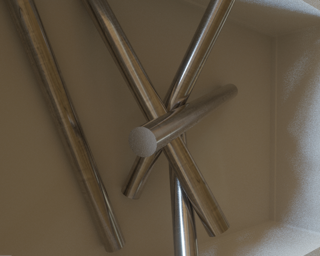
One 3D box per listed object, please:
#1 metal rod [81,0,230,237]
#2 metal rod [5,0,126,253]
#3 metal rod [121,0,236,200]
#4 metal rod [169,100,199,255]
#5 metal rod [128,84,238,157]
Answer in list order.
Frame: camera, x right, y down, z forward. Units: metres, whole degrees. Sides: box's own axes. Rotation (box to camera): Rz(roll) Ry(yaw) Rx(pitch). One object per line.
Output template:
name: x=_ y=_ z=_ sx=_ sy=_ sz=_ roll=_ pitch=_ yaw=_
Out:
metal rod: x=-0.009 y=-0.023 z=0.333 sx=0.025 sy=0.025 sz=0.299 roll=-26 pitch=86 yaw=-37
metal rod: x=-0.095 y=-0.001 z=0.326 sx=0.025 sy=0.025 sz=0.298 roll=-28 pitch=108 yaw=-36
metal rod: x=0.027 y=-0.052 z=0.352 sx=0.025 sy=0.025 sz=0.298 roll=17 pitch=104 yaw=-39
metal rod: x=0.025 y=0.088 z=0.339 sx=0.025 sy=0.025 sz=0.300 roll=29 pitch=44 yaw=-36
metal rod: x=0.050 y=-0.024 z=0.373 sx=0.302 sy=0.025 sz=0.025 roll=-29 pitch=110 yaw=-61
